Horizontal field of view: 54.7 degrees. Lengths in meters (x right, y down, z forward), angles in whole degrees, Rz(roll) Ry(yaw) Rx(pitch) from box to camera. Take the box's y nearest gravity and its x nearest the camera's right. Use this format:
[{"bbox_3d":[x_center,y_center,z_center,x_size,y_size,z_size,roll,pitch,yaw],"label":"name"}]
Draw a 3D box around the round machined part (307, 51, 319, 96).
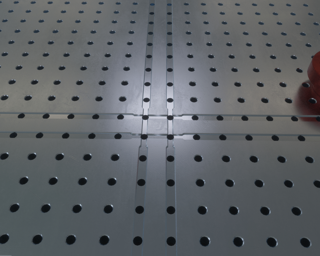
[{"bbox_3d":[0.270,-0.073,0.459,0.099,0.042,0.098,0,50,0],"label":"round machined part"}]
